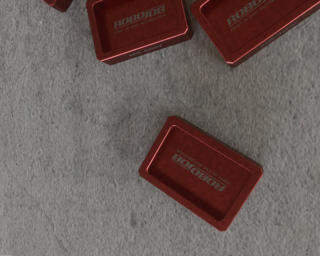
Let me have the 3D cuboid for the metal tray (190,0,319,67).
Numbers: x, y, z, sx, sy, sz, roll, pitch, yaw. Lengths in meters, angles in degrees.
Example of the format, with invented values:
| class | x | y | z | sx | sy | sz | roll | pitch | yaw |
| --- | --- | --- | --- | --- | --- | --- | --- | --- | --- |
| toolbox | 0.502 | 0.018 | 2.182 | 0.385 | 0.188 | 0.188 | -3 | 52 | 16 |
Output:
| class | x | y | z | sx | sy | sz | roll | pitch | yaw |
| --- | --- | --- | --- | --- | --- | --- | --- | --- | --- |
| metal tray | 0.114 | -0.145 | 0.366 | 0.130 | 0.030 | 0.090 | -35 | 79 | 16 |

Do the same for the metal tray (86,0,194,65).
| class | x | y | z | sx | sy | sz | roll | pitch | yaw |
| --- | --- | --- | --- | --- | --- | --- | --- | --- | --- |
| metal tray | -0.029 | -0.146 | 0.415 | 0.130 | 0.030 | 0.090 | -13 | 86 | 19 |

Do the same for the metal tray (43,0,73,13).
| class | x | y | z | sx | sy | sz | roll | pitch | yaw |
| --- | --- | --- | --- | --- | --- | --- | --- | --- | --- |
| metal tray | -0.171 | -0.248 | 0.464 | 0.130 | 0.030 | 0.090 | 41 | 103 | 15 |

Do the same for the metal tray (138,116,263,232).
| class | x | y | z | sx | sy | sz | roll | pitch | yaw |
| --- | --- | --- | --- | --- | --- | --- | --- | --- | --- |
| metal tray | 0.049 | 0.053 | 0.388 | 0.130 | 0.030 | 0.090 | 32 | 100 | 16 |
